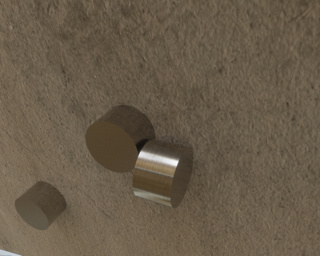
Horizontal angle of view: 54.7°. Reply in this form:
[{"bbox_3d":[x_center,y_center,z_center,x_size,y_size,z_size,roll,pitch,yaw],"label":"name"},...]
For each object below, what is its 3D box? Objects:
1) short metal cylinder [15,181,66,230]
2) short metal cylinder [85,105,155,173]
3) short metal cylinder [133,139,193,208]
[{"bbox_3d":[-0.232,0.151,0.603,0.080,0.050,0.079,13,124,20],"label":"short metal cylinder"},{"bbox_3d":[-0.054,0.015,0.426,0.080,0.050,0.079,13,124,20],"label":"short metal cylinder"},{"bbox_3d":[0.006,0.058,0.403,0.050,0.080,0.079,12,124,21],"label":"short metal cylinder"}]
